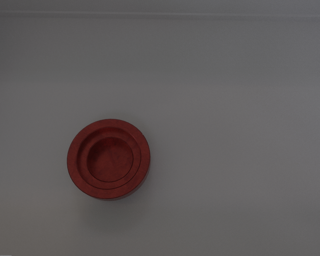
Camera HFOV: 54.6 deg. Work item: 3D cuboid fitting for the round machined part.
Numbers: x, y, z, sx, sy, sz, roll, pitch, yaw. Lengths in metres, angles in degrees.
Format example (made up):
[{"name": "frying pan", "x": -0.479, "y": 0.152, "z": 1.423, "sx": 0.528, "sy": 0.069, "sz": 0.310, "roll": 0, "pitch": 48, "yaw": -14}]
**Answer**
[{"name": "round machined part", "x": -0.060, "y": 0.041, "z": 0.385, "sx": 0.099, "sy": 0.042, "sz": 0.098, "roll": 0, "pitch": 70, "yaw": 0}]
